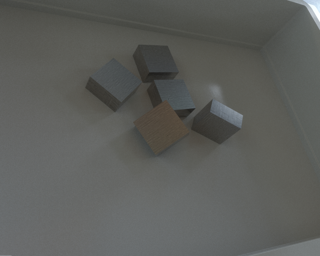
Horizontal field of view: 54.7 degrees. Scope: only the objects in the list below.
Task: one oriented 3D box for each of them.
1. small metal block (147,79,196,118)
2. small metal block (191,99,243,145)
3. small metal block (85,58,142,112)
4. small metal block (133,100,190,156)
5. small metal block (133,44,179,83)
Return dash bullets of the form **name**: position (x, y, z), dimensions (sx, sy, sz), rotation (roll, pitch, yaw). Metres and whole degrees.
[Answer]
- **small metal block**: position (0.016, -0.041, 0.441), dimensions (0.050, 0.025, 0.050), rotation (-7, 65, -32)
- **small metal block**: position (0.081, -0.008, 0.440), dimensions (0.050, 0.050, 0.025), rotation (27, 52, -12)
- **small metal block**: position (-0.060, -0.057, 0.409), dimensions (0.050, 0.025, 0.050), rotation (40, 51, -2)
- **small metal block**: position (0.002, 0.001, 0.392), dimensions (0.050, 0.025, 0.050), rotation (-34, 80, -4)
- **small metal block**: position (-0.007, -0.096, 0.462), dimensions (0.050, 0.025, 0.050), rotation (-7, 65, -32)
